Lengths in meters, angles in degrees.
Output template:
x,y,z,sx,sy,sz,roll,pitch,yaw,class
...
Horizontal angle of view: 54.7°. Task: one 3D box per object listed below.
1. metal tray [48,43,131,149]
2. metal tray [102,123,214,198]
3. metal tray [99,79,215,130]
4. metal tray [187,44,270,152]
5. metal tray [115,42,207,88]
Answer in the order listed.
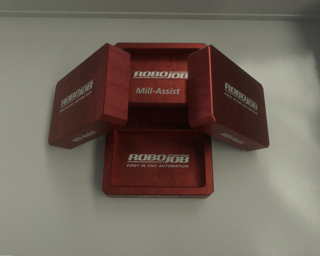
x,y,z,sx,sy,sz,roll,pitch,yaw,class
-0.087,-0.032,0.370,0.030,0.130,0.090,18,64,-39,metal tray
-0.002,0.041,0.388,0.131,0.030,0.090,1,70,-1,metal tray
-0.003,-0.026,0.383,0.131,0.090,0.030,1,70,-1,metal tray
0.085,-0.030,0.370,0.030,0.131,0.090,-17,64,40,metal tray
0.002,-0.073,0.431,0.131,0.030,0.090,0,70,-1,metal tray
